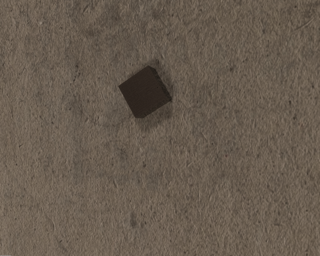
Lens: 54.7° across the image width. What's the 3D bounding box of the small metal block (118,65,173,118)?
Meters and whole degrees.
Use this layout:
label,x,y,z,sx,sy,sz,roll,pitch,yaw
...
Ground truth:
label,x,y,z,sx,sy,sz,roll,pitch,yaw
small metal block,-0.020,-0.047,0.415,0.050,0.025,0.050,-32,80,17
